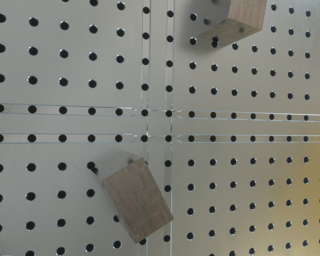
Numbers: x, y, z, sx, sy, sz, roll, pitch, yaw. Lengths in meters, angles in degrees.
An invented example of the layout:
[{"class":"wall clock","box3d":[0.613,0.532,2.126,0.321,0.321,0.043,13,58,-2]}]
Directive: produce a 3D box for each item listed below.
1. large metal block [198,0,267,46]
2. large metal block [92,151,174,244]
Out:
[{"class":"large metal block","box3d":[0.098,-0.166,0.419,0.050,0.080,0.080,12,86,-20]},{"class":"large metal block","box3d":[-0.036,0.077,0.370,0.050,0.080,0.080,-29,100,-18]}]
